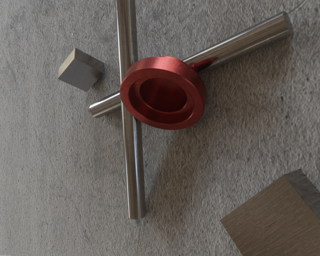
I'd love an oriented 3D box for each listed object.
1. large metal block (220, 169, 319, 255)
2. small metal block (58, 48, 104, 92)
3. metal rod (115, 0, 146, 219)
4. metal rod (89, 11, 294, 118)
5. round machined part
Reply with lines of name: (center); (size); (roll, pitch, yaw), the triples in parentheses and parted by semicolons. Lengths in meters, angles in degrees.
large metal block: (0.119, 0.096, 0.290); (0.080, 0.050, 0.080); (-47, 62, 29)
small metal block: (-0.123, -0.090, 0.484); (0.050, 0.050, 0.025); (-38, 44, 33)
metal rod: (-0.038, -0.026, 0.405); (0.025, 0.025, 0.298); (6, 103, 39)
metal rod: (0.012, -0.065, 0.392); (0.300, 0.025, 0.025); (-18, 79, 38)
round machined part: (0.006, -0.045, 0.364); (0.098, 0.098, 0.042); (-19, 40, 38)
